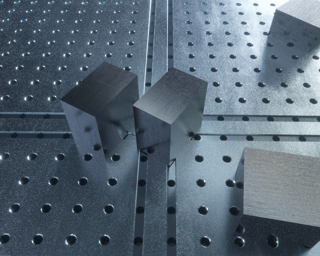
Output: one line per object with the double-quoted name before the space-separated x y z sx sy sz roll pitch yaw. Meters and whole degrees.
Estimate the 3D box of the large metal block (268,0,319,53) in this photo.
"large metal block" 0.256 -0.188 0.551 0.080 0.050 0.080 -36 59 -26

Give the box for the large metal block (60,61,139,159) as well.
"large metal block" -0.069 -0.022 0.391 0.050 0.080 0.080 25 54 19

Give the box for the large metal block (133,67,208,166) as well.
"large metal block" 0.014 -0.014 0.384 0.050 0.080 0.080 28 55 21

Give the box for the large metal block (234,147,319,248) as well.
"large metal block" 0.125 0.072 0.331 0.080 0.050 0.080 8 51 7
